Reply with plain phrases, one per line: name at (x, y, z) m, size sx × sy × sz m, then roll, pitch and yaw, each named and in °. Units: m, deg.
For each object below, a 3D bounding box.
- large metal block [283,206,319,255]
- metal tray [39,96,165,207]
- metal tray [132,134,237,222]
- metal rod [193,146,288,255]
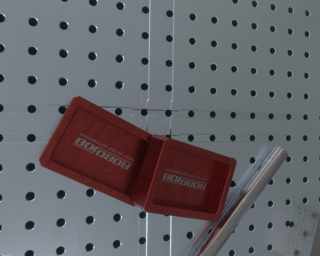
large metal block at (0.254, 0.178, 0.493) m, size 0.081 × 0.050 × 0.080 m, roll 18°, pitch 84°, yaw -19°
metal tray at (-0.068, 0.030, 0.384) m, size 0.131 × 0.030 × 0.090 m, roll 29°, pitch 81°, yaw -18°
metal tray at (0.036, 0.068, 0.403) m, size 0.131 × 0.030 × 0.090 m, roll 19°, pitch 86°, yaw -35°
metal rod at (0.092, 0.146, 0.446) m, size 0.025 × 0.025 × 0.300 m, roll 45°, pitch 76°, yaw -15°
